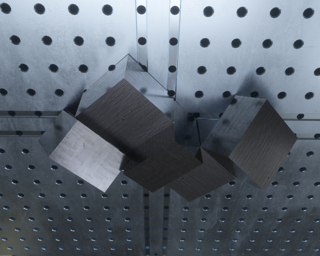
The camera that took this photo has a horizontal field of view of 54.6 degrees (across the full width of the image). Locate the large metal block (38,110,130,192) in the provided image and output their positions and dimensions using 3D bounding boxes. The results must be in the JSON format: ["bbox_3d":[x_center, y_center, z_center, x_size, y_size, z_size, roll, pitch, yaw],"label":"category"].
[{"bbox_3d":[-0.097,0.027,0.388,0.080,0.080,0.050,41,80,-29],"label":"large metal block"}]

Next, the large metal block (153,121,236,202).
[{"bbox_3d":[0.047,0.049,0.437,0.080,0.050,0.080,-34,121,25],"label":"large metal block"}]

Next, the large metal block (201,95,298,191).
[{"bbox_3d":[0.111,0.018,0.383,0.080,0.050,0.080,41,79,-30],"label":"large metal block"}]

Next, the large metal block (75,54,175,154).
[{"bbox_3d":[-0.040,-0.026,0.373,0.080,0.050,0.080,-33,123,26],"label":"large metal block"}]

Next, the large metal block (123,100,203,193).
[{"bbox_3d":[0.003,0.022,0.393,0.080,0.080,0.050,-35,123,25],"label":"large metal block"}]
